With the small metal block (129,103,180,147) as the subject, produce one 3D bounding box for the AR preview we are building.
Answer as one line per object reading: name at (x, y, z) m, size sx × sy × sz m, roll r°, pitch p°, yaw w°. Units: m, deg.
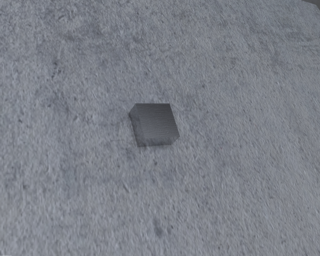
small metal block at (-0.008, -0.004, 0.404) m, size 0.050 × 0.025 × 0.050 m, roll -2°, pitch 63°, yaw -30°
